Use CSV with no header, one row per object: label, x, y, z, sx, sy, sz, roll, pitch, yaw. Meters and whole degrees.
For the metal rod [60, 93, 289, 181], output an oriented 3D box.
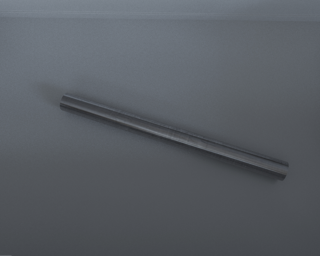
metal rod,0.014,0.009,0.405,0.301,0.025,0.025,18,71,6
